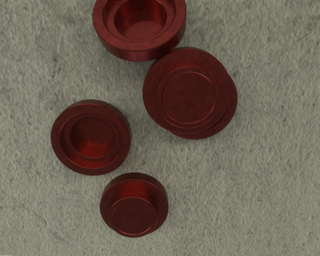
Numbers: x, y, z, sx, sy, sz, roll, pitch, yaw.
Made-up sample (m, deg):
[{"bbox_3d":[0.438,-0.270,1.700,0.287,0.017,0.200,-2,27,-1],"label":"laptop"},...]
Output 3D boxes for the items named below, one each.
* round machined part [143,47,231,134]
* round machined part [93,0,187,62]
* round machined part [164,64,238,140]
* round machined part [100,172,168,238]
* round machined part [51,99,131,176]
[{"bbox_3d":[0.030,-0.038,0.342,0.099,0.042,0.097,0,111,-1],"label":"round machined part"},{"bbox_3d":[-0.020,-0.115,0.341,0.099,0.042,0.098,-1,71,4],"label":"round machined part"},{"bbox_3d":[0.043,-0.038,0.387,0.099,0.042,0.097,0,110,-1],"label":"round machined part"},{"bbox_3d":[-0.037,0.116,0.443,0.099,0.042,0.097,0,110,-1],"label":"round machined part"},{"bbox_3d":[-0.086,0.009,0.403,0.099,0.042,0.097,0,110,-1],"label":"round machined part"}]
